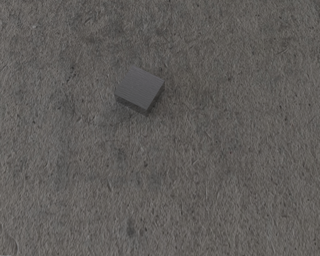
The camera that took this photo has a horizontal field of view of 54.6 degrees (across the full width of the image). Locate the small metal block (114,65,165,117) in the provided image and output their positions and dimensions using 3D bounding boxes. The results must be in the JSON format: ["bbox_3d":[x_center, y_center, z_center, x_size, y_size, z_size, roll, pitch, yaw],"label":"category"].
[{"bbox_3d":[-0.027,-0.051,0.427,0.050,0.025,0.050,27,72,9],"label":"small metal block"}]
